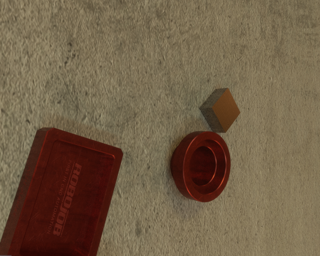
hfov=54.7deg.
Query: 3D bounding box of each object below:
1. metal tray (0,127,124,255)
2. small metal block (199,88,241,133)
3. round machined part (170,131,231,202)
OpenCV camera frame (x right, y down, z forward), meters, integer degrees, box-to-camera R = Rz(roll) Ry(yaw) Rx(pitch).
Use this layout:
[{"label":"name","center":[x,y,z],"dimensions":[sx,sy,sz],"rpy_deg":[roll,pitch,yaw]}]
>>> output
[{"label":"metal tray","center":[-0.097,0.073,0.321],"dimensions":[0.090,0.030,0.129],"rpy_deg":[23,76,-38]},{"label":"small metal block","center":[0.095,-0.028,0.487],"dimensions":[0.050,0.025,0.050],"rpy_deg":[-48,119,-29]},{"label":"round machined part","center":[0.054,0.053,0.441],"dimensions":[0.099,0.042,0.097],"rpy_deg":[0,90,-40]}]
